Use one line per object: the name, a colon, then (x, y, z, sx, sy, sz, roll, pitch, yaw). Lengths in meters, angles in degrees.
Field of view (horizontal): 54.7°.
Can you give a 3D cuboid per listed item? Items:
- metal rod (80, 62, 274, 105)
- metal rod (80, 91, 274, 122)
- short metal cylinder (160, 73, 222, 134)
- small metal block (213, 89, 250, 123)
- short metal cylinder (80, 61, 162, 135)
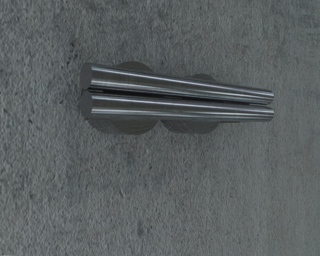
metal rod: (0.048, -0.047, 0.380, 0.302, 0.025, 0.025, 0, 90, -40)
metal rod: (0.048, -0.021, 0.380, 0.302, 0.025, 0.025, 0, 90, -40)
short metal cylinder: (0.042, -0.032, 0.425, 0.081, 0.050, 0.080, 0, 90, -40)
small metal block: (0.111, -0.033, 0.484, 0.025, 0.050, 0.050, -2, 91, -40)
short metal cylinder: (-0.042, -0.032, 0.353, 0.081, 0.050, 0.080, 0, 90, -40)
